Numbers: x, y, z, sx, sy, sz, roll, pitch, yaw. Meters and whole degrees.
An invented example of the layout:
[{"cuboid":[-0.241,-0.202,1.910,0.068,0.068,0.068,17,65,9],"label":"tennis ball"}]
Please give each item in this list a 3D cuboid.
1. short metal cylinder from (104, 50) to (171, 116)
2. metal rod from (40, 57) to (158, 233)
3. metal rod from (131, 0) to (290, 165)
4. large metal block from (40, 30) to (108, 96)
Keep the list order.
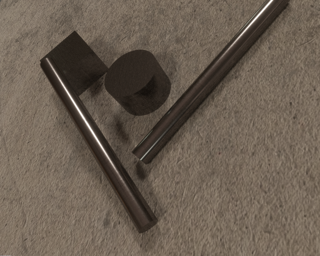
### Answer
[{"cuboid":[-0.031,-0.064,0.442,0.080,0.050,0.080,-13,56,20],"label":"short metal cylinder"},{"cuboid":[-0.094,0.005,0.413,0.025,0.025,0.300,-39,62,2],"label":"metal rod"},{"cuboid":[0.072,-0.073,0.409,0.300,0.025,0.025,-49,52,-7],"label":"metal rod"},{"cuboid":[-0.146,-0.107,0.528,0.080,0.050,0.080,-41,51,0],"label":"large metal block"}]
